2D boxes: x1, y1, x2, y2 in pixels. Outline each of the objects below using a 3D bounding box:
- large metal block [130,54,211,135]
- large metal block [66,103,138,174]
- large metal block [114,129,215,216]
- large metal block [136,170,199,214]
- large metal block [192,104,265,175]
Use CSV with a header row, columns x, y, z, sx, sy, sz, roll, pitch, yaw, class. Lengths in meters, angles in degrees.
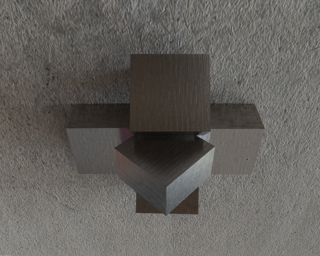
x,y,z,sx,sy,sz,roll,pitch,yaw,class
0.010,-0.034,0.337,0.081,0.080,0.050,0,174,0,large metal block
-0.068,0.014,0.403,0.081,0.050,0.079,0,130,0,large metal block
0.005,0.041,0.364,0.080,0.081,0.050,32,140,32,large metal block
0.009,0.087,0.439,0.081,0.080,0.050,2,87,-1,large metal block
0.081,0.015,0.403,0.081,0.050,0.079,0,130,-1,large metal block
